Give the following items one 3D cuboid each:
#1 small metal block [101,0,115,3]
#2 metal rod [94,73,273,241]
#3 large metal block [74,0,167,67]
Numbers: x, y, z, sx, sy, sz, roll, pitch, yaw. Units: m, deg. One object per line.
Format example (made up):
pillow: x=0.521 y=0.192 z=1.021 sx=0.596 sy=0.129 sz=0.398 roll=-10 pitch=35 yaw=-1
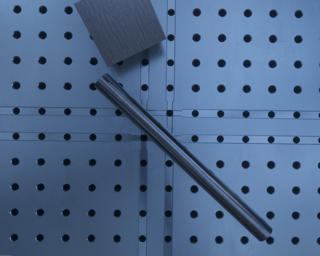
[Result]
small metal block: x=-0.066 y=-0.193 z=0.413 sx=0.050 sy=0.025 sz=0.050 roll=29 pitch=90 yaw=0
metal rod: x=0.031 y=0.039 z=0.413 sx=0.300 sy=0.025 sz=0.025 roll=43 pitch=90 yaw=0
large metal block: x=-0.049 y=-0.134 z=0.385 sx=0.080 sy=0.050 sz=0.080 roll=-26 pitch=116 yaw=0
